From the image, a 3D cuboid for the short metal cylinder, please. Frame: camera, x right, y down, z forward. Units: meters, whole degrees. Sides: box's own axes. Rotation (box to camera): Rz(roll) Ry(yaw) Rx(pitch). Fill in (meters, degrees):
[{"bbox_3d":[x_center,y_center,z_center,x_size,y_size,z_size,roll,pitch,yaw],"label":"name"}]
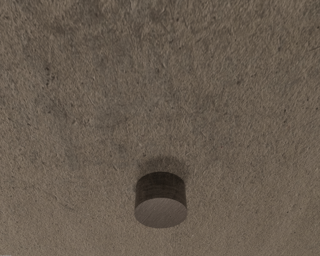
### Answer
[{"bbox_3d":[0.001,0.114,0.488,0.081,0.050,0.079,0,130,0],"label":"short metal cylinder"}]
